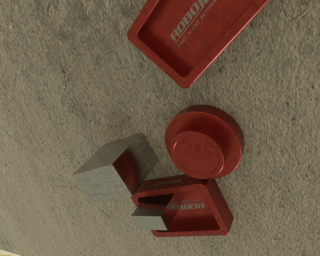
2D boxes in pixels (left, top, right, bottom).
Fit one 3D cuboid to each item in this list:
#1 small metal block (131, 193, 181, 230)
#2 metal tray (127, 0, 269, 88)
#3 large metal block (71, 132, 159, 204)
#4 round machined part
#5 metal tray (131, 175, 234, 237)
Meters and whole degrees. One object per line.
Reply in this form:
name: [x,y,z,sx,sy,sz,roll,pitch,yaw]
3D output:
small metal block: [-0.005,0.120,0.450,0.050,0.050,0.025,-9,114,32]
metal tray: [0.035,-0.114,0.313,0.090,0.030,0.129,42,129,-2]
large metal block: [-0.061,0.056,0.436,0.080,0.080,0.050,-18,109,35]
round machined part: [0.051,0.024,0.383,0.098,0.042,0.097,13,124,20]
metal tray: [0.030,0.116,0.458,0.130,0.030,0.090,-15,111,34]
